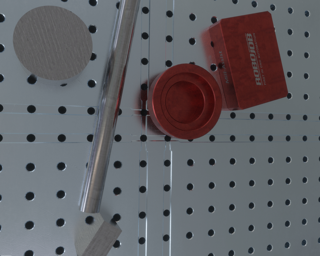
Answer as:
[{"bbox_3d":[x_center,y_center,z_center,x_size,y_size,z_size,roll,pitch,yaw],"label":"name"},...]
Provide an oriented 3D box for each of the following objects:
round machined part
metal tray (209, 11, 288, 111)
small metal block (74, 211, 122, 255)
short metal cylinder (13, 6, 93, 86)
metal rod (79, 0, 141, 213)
[{"bbox_3d":[0.030,-0.034,0.415,0.099,0.042,0.097,0,90,-20],"label":"round machined part"},{"bbox_3d":[0.133,-0.099,0.459,0.091,0.030,0.129,-16,96,-19],"label":"metal tray"},{"bbox_3d":[-0.075,0.132,0.372,0.025,0.050,0.050,36,78,-17],"label":"small metal block"},{"bbox_3d":[-0.122,-0.091,0.355,0.081,0.050,0.079,0,90,-20],"label":"short metal cylinder"},{"bbox_3d":[-0.060,-0.045,0.390,0.025,0.025,0.298,12,86,-20],"label":"metal rod"}]
